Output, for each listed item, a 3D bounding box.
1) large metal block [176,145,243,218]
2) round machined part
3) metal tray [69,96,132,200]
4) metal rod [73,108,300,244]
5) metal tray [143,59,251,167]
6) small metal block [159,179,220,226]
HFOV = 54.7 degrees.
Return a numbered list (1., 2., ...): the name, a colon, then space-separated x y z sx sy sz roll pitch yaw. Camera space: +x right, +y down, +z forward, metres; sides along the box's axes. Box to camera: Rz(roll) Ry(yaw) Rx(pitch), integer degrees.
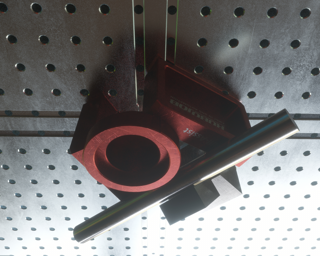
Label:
1. large metal block: 0.058 0.064 0.427 0.080 0.080 0.050 -34 123 25
2. round machined part: -0.028 0.021 0.327 0.099 0.042 0.097 -1 130 0
3. metal tray: -0.054 0.034 0.396 0.030 0.090 0.130 -23 127 18
4. metal rod: 0.009 0.067 0.350 0.299 0.025 0.025 -33 123 24
5. metal tray: 0.045 -0.018 0.353 0.131 0.090 0.030 25 127 -20
6. small metal block: 0.035 0.084 0.360 0.050 0.050 0.025 -35 78 25
